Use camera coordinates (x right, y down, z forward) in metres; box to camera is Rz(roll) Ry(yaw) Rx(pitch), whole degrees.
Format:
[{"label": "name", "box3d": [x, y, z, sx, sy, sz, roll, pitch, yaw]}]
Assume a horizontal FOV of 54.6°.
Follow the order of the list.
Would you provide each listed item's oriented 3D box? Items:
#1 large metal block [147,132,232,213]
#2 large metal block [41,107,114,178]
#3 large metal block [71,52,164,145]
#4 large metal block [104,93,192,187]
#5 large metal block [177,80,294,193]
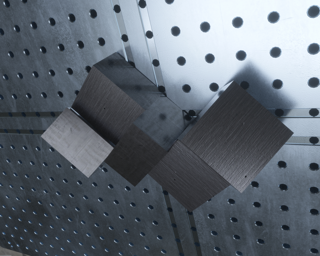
[{"label": "large metal block", "box3d": [0.042, 0.050, 0.404, 0.080, 0.050, 0.080, 43, 129, 1]}, {"label": "large metal block", "box3d": [-0.104, 0.018, 0.433, 0.080, 0.080, 0.050, 41, 91, -1]}, {"label": "large metal block", "box3d": [-0.056, -0.036, 0.403, 0.080, 0.050, 0.080, 41, 131, -1]}, {"label": "large metal block", "box3d": [-0.014, 0.014, 0.392, 0.050, 0.080, 0.080, 40, 129, -1]}, {"label": "large metal block", "box3d": [0.077, 0.009, 0.333, 0.080, 0.050, 0.080, 41, 89, -1]}]
